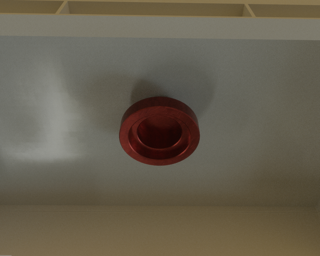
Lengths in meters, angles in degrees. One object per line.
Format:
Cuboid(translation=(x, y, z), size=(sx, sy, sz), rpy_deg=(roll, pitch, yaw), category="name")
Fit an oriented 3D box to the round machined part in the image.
Cuboid(translation=(-0.001, 0.000, 0.393), size=(0.099, 0.042, 0.097), rpy_deg=(0, 130, 0), category="round machined part")
